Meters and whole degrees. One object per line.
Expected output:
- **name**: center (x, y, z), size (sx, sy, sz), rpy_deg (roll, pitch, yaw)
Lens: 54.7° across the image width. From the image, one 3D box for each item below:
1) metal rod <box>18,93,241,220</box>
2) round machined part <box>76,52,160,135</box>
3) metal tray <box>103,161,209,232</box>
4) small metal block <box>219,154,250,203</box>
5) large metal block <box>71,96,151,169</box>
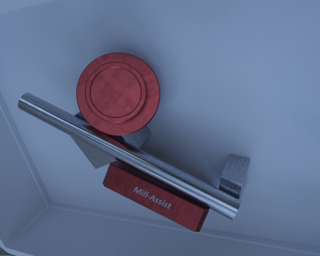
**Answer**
- **metal rod**: center (-0.046, 0.029, 0.381), size (0.301, 0.025, 0.025), rpy_deg (26, 127, 11)
- **round machined part**: center (-0.049, -0.040, 0.362), size (0.099, 0.042, 0.097), rpy_deg (0, 91, -1)
- **metal tray**: center (0.003, 0.079, 0.406), size (0.130, 0.090, 0.030), rpy_deg (24, 100, 13)
- **small metal block**: center (0.091, 0.069, 0.384), size (0.025, 0.050, 0.050), rpy_deg (14, 124, 20)
- **large metal block**: center (-0.074, 0.001, 0.428), size (0.080, 0.050, 0.080), rpy_deg (-25, 105, 36)
